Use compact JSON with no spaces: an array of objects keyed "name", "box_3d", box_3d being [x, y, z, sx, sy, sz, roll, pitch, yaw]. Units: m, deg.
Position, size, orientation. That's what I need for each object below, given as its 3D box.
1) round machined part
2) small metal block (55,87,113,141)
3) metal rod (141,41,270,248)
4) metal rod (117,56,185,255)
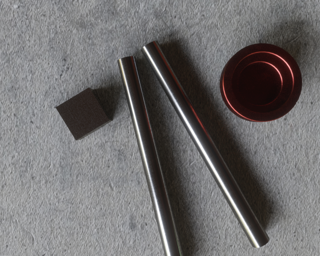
[{"name":"round machined part","box_3d":[0.127,-0.056,0.403,0.099,0.042,0.097,0,90,0]},{"name":"small metal block","box_3d":[-0.099,-0.018,0.409,0.050,0.025,0.050,-31,90,0]},{"name":"metal rod","box_3d":[0.060,0.021,0.410,0.025,0.025,0.299,-30,90,0]},{"name":"metal rod","box_3d":[-0.009,0.054,0.409,0.025,0.025,0.298,-14,90,0]}]
